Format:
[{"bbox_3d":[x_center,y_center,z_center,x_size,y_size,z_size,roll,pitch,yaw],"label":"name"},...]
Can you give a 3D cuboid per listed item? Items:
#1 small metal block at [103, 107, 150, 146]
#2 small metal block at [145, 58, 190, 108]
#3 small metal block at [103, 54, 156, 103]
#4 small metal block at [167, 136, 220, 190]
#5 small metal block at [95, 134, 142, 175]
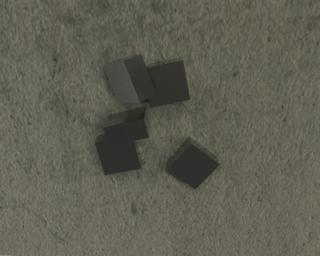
[{"bbox_3d":[-0.041,-0.003,0.395,0.050,0.050,0.025,-12,110,4],"label":"small metal block"},{"bbox_3d":[0.008,-0.057,0.389,0.050,0.025,0.050,-11,110,3],"label":"small metal block"},{"bbox_3d":[-0.037,-0.058,0.372,0.025,0.050,0.050,-33,113,-31],"label":"small metal block"},{"bbox_3d":[0.045,0.049,0.428,0.050,0.025,0.050,37,106,-13],"label":"small metal block"},{"bbox_3d":[-0.055,0.032,0.421,0.050,0.025,0.050,-11,110,3],"label":"small metal block"}]
